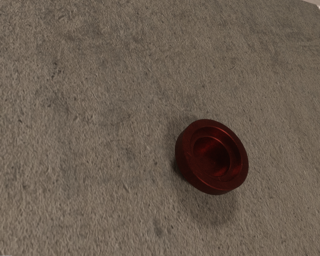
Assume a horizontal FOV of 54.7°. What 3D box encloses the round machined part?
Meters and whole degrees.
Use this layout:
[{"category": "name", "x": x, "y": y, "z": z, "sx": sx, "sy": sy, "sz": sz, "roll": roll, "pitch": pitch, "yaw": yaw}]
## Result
[{"category": "round machined part", "x": 0.063, "y": 0.041, "z": 0.404, "sx": 0.099, "sy": 0.042, "sz": 0.098, "roll": 14, "pitch": 56, "yaw": -21}]
